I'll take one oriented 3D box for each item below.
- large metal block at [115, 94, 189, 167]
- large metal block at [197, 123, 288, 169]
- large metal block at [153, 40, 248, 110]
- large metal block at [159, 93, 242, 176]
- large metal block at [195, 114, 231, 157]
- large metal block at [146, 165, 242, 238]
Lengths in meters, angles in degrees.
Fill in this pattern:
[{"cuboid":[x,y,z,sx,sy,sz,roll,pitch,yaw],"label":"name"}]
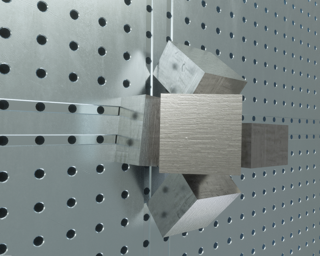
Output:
[{"cuboid":[-0.005,0.006,0.388,0.081,0.050,0.080,9,85,-40],"label":"large metal block"},{"cuboid":[0.105,0.020,0.395,0.081,0.080,0.050,2,89,-40],"label":"large metal block"},{"cuboid":[0.051,-0.066,0.405,0.081,0.080,0.050,3,127,-40],"label":"large metal block"},{"cuboid":[0.042,0.006,0.332,0.080,0.050,0.080,1,90,5],"label":"large metal block"},{"cuboid":[0.061,0.010,0.442,0.081,0.050,0.080,4,88,-40],"label":"large metal block"},{"cuboid":[0.042,0.091,0.401,0.081,0.050,0.080,3,133,-40],"label":"large metal block"}]
